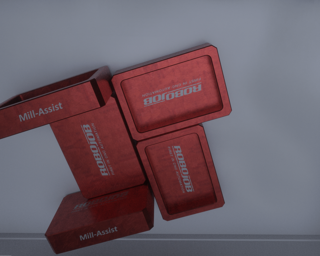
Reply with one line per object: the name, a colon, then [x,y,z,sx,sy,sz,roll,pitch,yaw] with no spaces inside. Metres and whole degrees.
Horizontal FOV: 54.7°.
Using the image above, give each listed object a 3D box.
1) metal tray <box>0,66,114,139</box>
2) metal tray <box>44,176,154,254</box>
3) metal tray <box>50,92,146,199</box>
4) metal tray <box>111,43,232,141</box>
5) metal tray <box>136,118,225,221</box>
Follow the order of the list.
metal tray: [-0.123,-0.032,0.359,0.131,0.090,0.030,-17,109,5]
metal tray: [-0.074,0.111,0.413,0.131,0.090,0.030,-16,110,5]
metal tray: [-0.080,0.024,0.413,0.090,0.030,0.129,-16,110,5]
metal tray: [0.015,-0.044,0.391,0.131,0.030,0.089,-16,110,5]
metal tray: [0.030,0.059,0.429,0.090,0.030,0.129,-16,110,5]
